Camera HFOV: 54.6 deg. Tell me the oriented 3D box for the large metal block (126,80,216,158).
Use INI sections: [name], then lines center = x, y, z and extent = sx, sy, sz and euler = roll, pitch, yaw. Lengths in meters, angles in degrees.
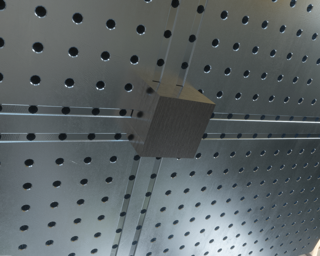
[large metal block]
center = 0.012, -0.009, 0.395
extent = 0.081, 0.050, 0.079
euler = 5, 116, -31
